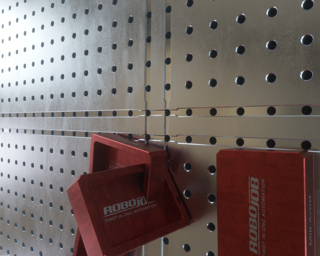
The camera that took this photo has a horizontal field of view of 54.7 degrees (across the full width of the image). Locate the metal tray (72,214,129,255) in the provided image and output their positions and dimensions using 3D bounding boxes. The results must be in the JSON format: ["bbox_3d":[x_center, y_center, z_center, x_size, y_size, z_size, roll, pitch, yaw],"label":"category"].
[{"bbox_3d":[-0.088,0.169,0.475,0.090,0.030,0.129,22,104,37],"label":"metal tray"}]

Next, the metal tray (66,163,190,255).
[{"bbox_3d":[-0.032,0.092,0.364,0.030,0.131,0.090,-41,65,39],"label":"metal tray"}]

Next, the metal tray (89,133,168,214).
[{"bbox_3d":[-0.050,0.062,0.435,0.130,0.030,0.089,14,102,43],"label":"metal tray"}]

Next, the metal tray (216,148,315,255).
[{"bbox_3d":[0.106,0.087,0.318,0.090,0.030,0.129,-1,89,39],"label":"metal tray"}]
